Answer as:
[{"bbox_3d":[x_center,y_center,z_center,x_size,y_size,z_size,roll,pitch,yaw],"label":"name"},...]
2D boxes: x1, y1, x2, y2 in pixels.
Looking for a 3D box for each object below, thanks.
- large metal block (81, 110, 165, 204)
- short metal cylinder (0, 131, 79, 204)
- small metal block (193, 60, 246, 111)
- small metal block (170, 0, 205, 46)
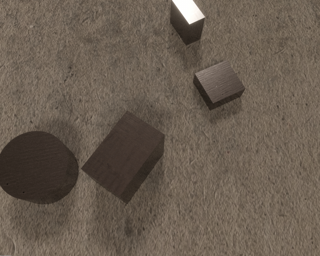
[{"bbox_3d":[-0.039,0.038,0.365,0.050,0.080,0.080,33,73,11],"label":"large metal block"},{"bbox_3d":[-0.145,0.049,0.375,0.081,0.050,0.080,0,70,0],"label":"short metal cylinder"},{"bbox_3d":[0.081,-0.060,0.431,0.050,0.025,0.050,-25,72,-9],"label":"small metal block"},{"bbox_3d":[0.039,-0.159,0.453,0.025,0.050,0.050,-28,73,-10],"label":"small metal block"}]
